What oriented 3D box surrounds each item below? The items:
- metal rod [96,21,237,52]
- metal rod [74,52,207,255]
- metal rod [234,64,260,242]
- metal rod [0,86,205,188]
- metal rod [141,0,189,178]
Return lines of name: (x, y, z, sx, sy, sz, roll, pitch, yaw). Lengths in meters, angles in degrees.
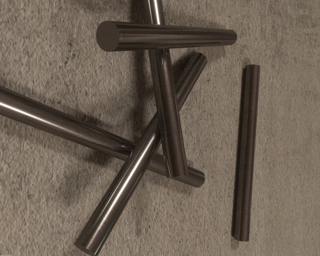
metal rod: (0.035, -0.112, 0.380, 0.302, 0.025, 0.025, -25, 107, -55)
metal rod: (-0.006, 0.007, 0.373, 0.025, 0.025, 0.301, 51, 51, -28)
metal rod: (0.150, 0.040, 0.533, 0.025, 0.025, 0.298, 8, 85, -40)
metal rod: (-0.051, 0.022, 0.363, 0.301, 0.025, 0.025, 26, 73, -37)
metal rod: (-0.001, -0.092, 0.368, 0.025, 0.025, 0.298, -2, 80, -40)
